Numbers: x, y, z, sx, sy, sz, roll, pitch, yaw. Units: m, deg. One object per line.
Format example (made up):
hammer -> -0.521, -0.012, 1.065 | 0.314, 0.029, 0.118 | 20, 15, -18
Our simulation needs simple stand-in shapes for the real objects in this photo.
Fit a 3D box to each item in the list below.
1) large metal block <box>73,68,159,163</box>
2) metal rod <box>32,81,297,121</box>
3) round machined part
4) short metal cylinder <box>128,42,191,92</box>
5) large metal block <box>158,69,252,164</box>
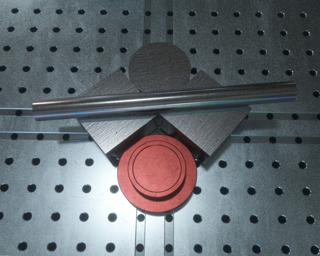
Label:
large metal block -> -0.058, -0.015, 0.399 | 0.080, 0.050, 0.080 | -38, 76, -13
metal rod -> 0.007, -0.032, 0.364 | 0.302, 0.025, 0.025 | -5, 70, -1
round machined part -> -0.003, 0.053, 0.379 | 0.099, 0.042, 0.098 | 0, 70, 0
short metal cylinder -> 0.000, -0.068, 0.419 | 0.081, 0.050, 0.080 | 0, 70, 0
large metal block -> 0.055, -0.013, 0.397 | 0.080, 0.050, 0.080 | 40, 76, 13
